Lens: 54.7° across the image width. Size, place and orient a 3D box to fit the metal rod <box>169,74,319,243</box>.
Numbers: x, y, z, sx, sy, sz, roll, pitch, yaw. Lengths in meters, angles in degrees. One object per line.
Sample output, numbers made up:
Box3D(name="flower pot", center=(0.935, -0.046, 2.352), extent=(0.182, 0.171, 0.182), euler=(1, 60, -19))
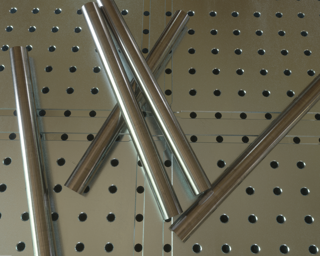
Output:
Box3D(name="metal rod", center=(0.128, 0.029, 0.402), extent=(0.301, 0.025, 0.025), euler=(-42, 76, -14))

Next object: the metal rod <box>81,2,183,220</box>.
Box3D(name="metal rod", center=(-0.041, -0.031, 0.395), extent=(0.025, 0.025, 0.299), euler=(-21, 77, -8))

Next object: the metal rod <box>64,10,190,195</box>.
Box3D(name="metal rod", center=(-0.037, -0.047, 0.428), extent=(0.025, 0.025, 0.300), euler=(27, 72, 9))

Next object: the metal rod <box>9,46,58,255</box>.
Box3D(name="metal rod", center=(-0.166, 0.024, 0.400), extent=(0.025, 0.025, 0.299), euler=(-14, 71, -5))

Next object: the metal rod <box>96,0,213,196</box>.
Box3D(name="metal rod", center=(-0.014, -0.054, 0.404), extent=(0.025, 0.025, 0.299), euler=(-24, 75, -9))
